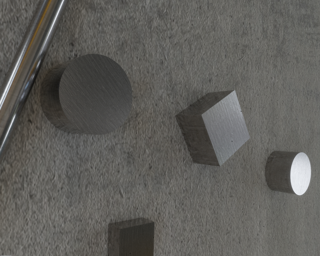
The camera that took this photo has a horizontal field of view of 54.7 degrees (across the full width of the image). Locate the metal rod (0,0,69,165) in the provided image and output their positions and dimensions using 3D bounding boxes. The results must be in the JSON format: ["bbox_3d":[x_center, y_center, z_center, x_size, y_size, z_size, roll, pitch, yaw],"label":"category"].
[{"bbox_3d":[-0.134,-0.041,0.292,0.025,0.025,0.299,27,73,-37],"label":"metal rod"}]

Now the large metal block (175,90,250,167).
[{"bbox_3d":[0.079,-0.001,0.455,0.081,0.050,0.080,-35,112,-34],"label":"large metal block"}]

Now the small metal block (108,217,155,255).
[{"bbox_3d":[-0.035,0.140,0.376,0.050,0.025,0.050,3,88,-40],"label":"small metal block"}]

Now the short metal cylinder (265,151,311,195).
[{"bbox_3d":[0.247,0.085,0.596,0.081,0.050,0.079,0,90,-40],"label":"short metal cylinder"}]

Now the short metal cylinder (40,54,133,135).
[{"bbox_3d":[-0.076,-0.033,0.324,0.081,0.050,0.079,0,90,-40],"label":"short metal cylinder"}]
